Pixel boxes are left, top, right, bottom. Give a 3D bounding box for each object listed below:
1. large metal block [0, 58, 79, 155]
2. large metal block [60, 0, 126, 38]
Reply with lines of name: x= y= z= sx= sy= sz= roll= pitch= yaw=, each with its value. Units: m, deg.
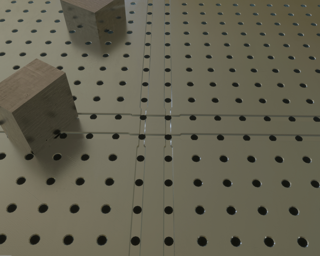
large metal block: x=-0.158 y=-0.027 z=0.393 sx=0.050 sy=0.080 sz=0.080 roll=27 pitch=55 yaw=20
large metal block: x=-0.122 y=-0.220 z=0.575 sx=0.080 sy=0.050 sz=0.080 roll=27 pitch=55 yaw=20
